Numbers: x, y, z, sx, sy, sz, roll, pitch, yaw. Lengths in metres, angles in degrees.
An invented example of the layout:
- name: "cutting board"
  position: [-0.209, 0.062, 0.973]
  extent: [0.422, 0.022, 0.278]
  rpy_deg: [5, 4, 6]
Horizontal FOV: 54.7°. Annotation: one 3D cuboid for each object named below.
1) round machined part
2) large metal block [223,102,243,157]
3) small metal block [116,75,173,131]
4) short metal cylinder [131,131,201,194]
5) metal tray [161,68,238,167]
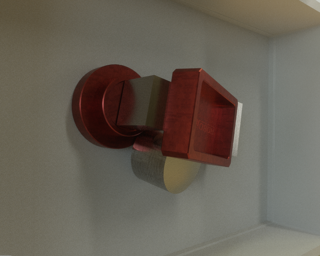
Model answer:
- name: "round machined part"
  position: [-0.046, -0.025, 0.356]
  extent: [0.099, 0.042, 0.097]
  rpy_deg: [0, 90, -40]
- name: "large metal block"
  position: [0.071, -0.004, 0.448]
  extent: [0.081, 0.050, 0.080]
  rpy_deg: [13, 82, -40]
- name: "small metal block"
  position: [-0.016, -0.024, 0.321]
  extent: [0.025, 0.050, 0.050]
  rpy_deg: [16, 80, -39]
- name: "short metal cylinder"
  position: [0.010, 0.035, 0.384]
  extent: [0.081, 0.050, 0.079]
  rpy_deg: [-23, 121, -46]
- name: "metal tray"
  position: [0.052, -0.005, 0.355]
  extent: [0.131, 0.030, 0.090]
  rpy_deg: [19, 77, -58]
